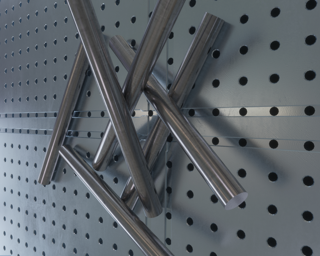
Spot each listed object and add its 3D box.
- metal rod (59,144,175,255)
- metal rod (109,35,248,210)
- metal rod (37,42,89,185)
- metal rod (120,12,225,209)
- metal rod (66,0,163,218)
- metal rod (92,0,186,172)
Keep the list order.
[{"bbox_3d":[-0.077,0.097,0.444,0.300,0.025,0.025,32,110,45],"label":"metal rod"},{"bbox_3d":[0.002,-0.031,0.373,0.025,0.025,0.300,-56,47,25],"label":"metal rod"},{"bbox_3d":[-0.166,-0.028,0.548,0.025,0.025,0.298,36,112,34],"label":"metal rod"},{"bbox_3d":[0.004,-0.002,0.407,0.025,0.025,0.298,39,113,33],"label":"metal rod"},{"bbox_3d":[-0.050,-0.021,0.370,0.025,0.025,0.299,0,116,40],"label":"metal rod"},{"bbox_3d":[-0.040,-0.036,0.390,0.025,0.025,0.298,56,139,25],"label":"metal rod"}]
